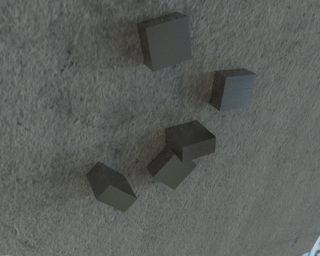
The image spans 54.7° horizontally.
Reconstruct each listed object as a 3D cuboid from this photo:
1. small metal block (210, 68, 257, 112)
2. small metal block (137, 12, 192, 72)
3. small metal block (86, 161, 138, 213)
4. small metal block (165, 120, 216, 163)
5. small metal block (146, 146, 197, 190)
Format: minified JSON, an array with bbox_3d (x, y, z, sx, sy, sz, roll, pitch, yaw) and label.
[{"bbox_3d":[0.101,-0.054,0.431,0.050,0.025,0.050,-9,123,-24],"label":"small metal block"},{"bbox_3d":[0.006,-0.098,0.351,0.050,0.025,0.050,-22,127,-16],"label":"small metal block"},{"bbox_3d":[-0.063,0.077,0.405,0.025,0.050,0.050,-47,130,5],"label":"small metal block"},{"bbox_3d":[0.041,0.017,0.426,0.050,0.050,0.025,-15,125,-20],"label":"small metal block"},{"bbox_3d":[0.018,0.056,0.453,0.050,0.025,0.050,-48,130,5],"label":"small metal block"}]
